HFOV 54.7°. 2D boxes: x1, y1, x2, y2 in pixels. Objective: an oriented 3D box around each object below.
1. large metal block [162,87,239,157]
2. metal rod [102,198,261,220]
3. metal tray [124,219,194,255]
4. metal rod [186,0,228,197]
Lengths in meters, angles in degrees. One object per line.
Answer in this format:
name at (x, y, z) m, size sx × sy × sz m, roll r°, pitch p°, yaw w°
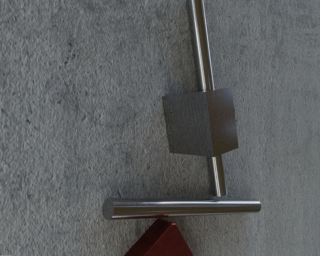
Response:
large metal block at (0.053, -0.009, 0.415) m, size 0.050 × 0.080 × 0.079 m, roll -14°, pitch 99°, yaw -40°
metal rod at (0.054, 0.116, 0.452) m, size 0.302 × 0.025 × 0.025 m, roll 11°, pitch 83°, yaw -40°
metal tray at (0.008, 0.199, 0.411) m, size 0.090 × 0.030 × 0.129 m, roll -41°, pitch 115°, yaw -32°
metal rod at (0.072, -0.043, 0.466) m, size 0.025 × 0.025 × 0.298 m, roll -14°, pitch 99°, yaw -39°
